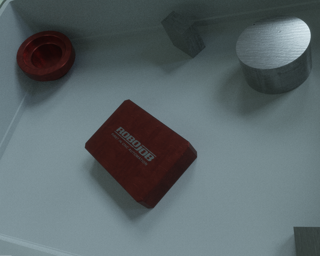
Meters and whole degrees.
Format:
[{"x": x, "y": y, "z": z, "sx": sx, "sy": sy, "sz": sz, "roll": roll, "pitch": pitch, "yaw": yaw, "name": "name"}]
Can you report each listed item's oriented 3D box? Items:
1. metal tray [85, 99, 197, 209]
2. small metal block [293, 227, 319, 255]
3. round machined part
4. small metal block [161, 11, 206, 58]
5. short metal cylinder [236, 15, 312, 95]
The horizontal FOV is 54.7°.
[{"x": -0.028, "y": 0.028, "z": 0.399, "sx": 0.090, "sy": 0.030, "sz": 0.130, "roll": -49, "pitch": 52, "yaw": -7, "name": "metal tray"}, {"x": 0.144, "y": 0.112, "z": 0.262, "sx": 0.050, "sy": 0.025, "sz": 0.050, "roll": -7, "pitch": 58, "yaw": 24, "name": "small metal block"}, {"x": -0.201, "y": -0.124, "z": 0.561, "sx": 0.099, "sy": 0.042, "sz": 0.098, "roll": -1, "pitch": 65, "yaw": 3, "name": "round machined part"}, {"x": 0.034, "y": -0.137, "z": 0.455, "sx": 0.025, "sy": 0.050, "sz": 0.050, "roll": -44, "pitch": 51, "yaw": -2, "name": "small metal block"}, {"x": 0.137, "y": -0.087, "z": 0.371, "sx": 0.080, "sy": 0.050, "sz": 0.080, "roll": -13, "pitch": 56, "yaw": 20, "name": "short metal cylinder"}]
